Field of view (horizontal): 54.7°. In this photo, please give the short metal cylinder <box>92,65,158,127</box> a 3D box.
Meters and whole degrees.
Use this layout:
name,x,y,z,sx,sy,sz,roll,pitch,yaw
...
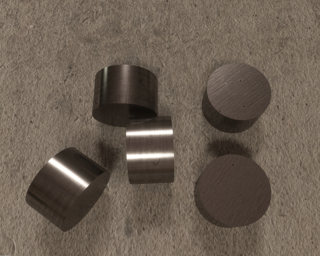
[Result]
name,x,y,z,sx,sy,sz,roll,pitch,yaw
short metal cylinder,-0.043,-0.038,0.392,0.081,0.080,0.050,0,70,0

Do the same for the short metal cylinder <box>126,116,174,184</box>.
name,x,y,z,sx,sy,sz,roll,pitch,yaw
short metal cylinder,-0.011,0.026,0.369,0.050,0.080,0.080,-3,70,-1

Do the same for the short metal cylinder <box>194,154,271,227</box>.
name,x,y,z,sx,sy,sz,roll,pitch,yaw
short metal cylinder,0.084,0.076,0.368,0.081,0.050,0.080,0,70,0

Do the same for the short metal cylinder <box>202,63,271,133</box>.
name,x,y,z,sx,sy,sz,roll,pitch,yaw
short metal cylinder,0.099,-0.039,0.410,0.081,0.050,0.080,0,70,0

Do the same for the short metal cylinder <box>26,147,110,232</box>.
name,x,y,z,sx,sy,sz,roll,pitch,yaw
short metal cylinder,-0.102,0.069,0.353,0.050,0.080,0.080,33,73,11
